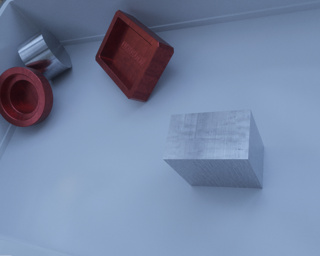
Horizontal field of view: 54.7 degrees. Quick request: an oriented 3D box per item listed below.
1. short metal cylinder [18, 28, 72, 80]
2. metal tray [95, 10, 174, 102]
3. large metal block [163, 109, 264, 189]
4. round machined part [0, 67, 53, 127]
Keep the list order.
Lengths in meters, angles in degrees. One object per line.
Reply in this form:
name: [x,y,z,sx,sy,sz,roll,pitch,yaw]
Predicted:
short metal cylinder: [-0.205,-0.130,0.555,0.050,0.080,0.080,-30,52,9]
metal tray: [-0.044,-0.110,0.466,0.130,0.030,0.089,49,117,39]
large metal block: [0.060,0.025,0.323,0.080,0.080,0.050,-3,61,26]
round machined part: [-0.221,-0.053,0.520,0.098,0.042,0.097,2,99,15]
